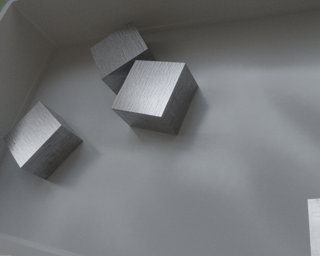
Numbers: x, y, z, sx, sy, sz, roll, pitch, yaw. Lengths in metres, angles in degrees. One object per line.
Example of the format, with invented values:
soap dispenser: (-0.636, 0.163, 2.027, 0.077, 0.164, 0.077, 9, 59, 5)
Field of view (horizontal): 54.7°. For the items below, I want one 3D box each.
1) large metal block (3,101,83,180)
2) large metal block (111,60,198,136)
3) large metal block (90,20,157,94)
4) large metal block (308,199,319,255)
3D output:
large metal block: (-0.179, 0.018, 0.473, 0.080, 0.050, 0.080, -48, 51, -6)
large metal block: (-0.006, -0.043, 0.419, 0.080, 0.050, 0.080, 11, 67, 33)
large metal block: (-0.054, -0.108, 0.484, 0.080, 0.050, 0.080, -31, 52, 8)
large metal block: (0.150, 0.101, 0.221, 0.050, 0.080, 0.080, -17, 51, 41)
